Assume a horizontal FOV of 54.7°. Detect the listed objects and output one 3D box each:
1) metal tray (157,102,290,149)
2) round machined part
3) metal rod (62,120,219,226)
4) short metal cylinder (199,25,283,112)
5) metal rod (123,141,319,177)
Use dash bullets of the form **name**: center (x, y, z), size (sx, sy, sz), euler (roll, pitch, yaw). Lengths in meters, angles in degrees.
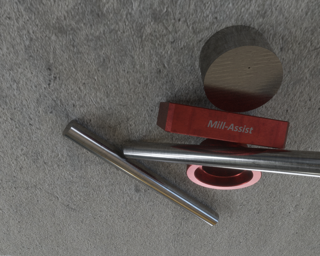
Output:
- **metal tray**: center (0.067, -0.005, 0.360), size (0.131, 0.090, 0.030), euler (9, 94, -8)
- **round machined part**: center (0.086, 0.046, 0.424), size (0.099, 0.042, 0.098), euler (5, 147, 3)
- **metal rod**: center (-0.013, 0.079, 0.474), size (0.301, 0.025, 0.025), euler (37, 121, -27)
- **short metal cylinder**: center (0.085, -0.064, 0.338), size (0.081, 0.050, 0.079), euler (0, 130, 0)
- **metal rod**: center (0.080, 0.033, 0.350), size (0.300, 0.025, 0.025), euler (1, 137, 35)
